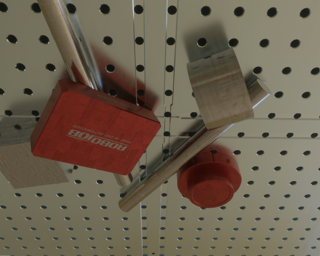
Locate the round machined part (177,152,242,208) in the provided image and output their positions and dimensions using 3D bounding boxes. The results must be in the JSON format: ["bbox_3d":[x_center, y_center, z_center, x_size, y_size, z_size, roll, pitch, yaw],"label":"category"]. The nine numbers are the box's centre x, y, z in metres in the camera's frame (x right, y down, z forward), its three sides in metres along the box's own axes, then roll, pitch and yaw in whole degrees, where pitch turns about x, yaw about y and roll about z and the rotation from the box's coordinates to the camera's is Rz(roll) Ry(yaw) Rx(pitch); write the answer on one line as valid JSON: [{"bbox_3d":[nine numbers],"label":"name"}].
[{"bbox_3d":[0.076,0.086,0.475,0.099,0.042,0.097,-1,130,0],"label":"round machined part"}]

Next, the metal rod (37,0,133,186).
[{"bbox_3d":[-0.083,-0.031,0.384,0.025,0.025,0.298,-9,130,7],"label":"metal rod"}]

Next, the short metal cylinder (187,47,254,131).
[{"bbox_3d":[0.067,-0.042,0.341,0.050,0.080,0.080,-18,128,14],"label":"short metal cylinder"}]

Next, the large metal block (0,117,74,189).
[{"bbox_3d":[-0.171,0.034,0.421,0.080,0.050,0.080,-8,130,6],"label":"large metal block"}]

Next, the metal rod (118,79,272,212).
[{"bbox_3d":[0.033,0.040,0.446,0.025,0.025,0.299,31,123,-24],"label":"metal rod"}]

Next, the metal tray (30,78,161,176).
[{"bbox_3d":[-0.075,0.005,0.376,0.131,0.030,0.090,19,114,-35],"label":"metal tray"}]
